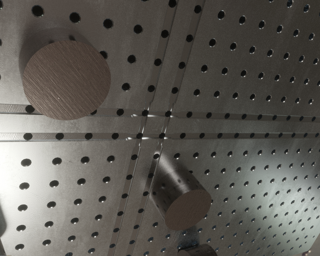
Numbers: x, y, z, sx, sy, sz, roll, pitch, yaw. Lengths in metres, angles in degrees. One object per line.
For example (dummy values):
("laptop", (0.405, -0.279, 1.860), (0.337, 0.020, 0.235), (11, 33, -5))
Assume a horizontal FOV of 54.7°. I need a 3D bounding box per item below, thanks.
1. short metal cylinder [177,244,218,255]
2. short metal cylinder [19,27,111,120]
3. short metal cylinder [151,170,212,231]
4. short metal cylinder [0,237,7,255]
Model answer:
("short metal cylinder", (0.073, 0.265, 0.582), (0.050, 0.080, 0.079), (-4, 121, -27))
("short metal cylinder", (-0.096, -0.054, 0.310), (0.081, 0.050, 0.079), (-14, 125, -21))
("short metal cylinder", (0.033, 0.112, 0.485), (0.081, 0.050, 0.079), (-14, 124, -21))
("short metal cylinder", (-0.221, 0.157, 0.352), (0.081, 0.080, 0.050), (-12, 124, -22))
